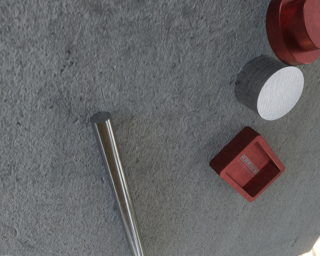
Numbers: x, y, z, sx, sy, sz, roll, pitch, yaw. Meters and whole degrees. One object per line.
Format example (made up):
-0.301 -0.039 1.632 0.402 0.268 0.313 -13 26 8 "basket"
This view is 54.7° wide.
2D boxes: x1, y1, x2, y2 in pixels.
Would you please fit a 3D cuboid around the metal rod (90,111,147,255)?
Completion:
-0.051 0.108 0.447 0.025 0.025 0.298 -21 127 -17 "metal rod"

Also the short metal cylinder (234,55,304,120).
0.155 -0.058 0.442 0.081 0.050 0.079 -14 125 -21 "short metal cylinder"

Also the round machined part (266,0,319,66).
0.183 -0.131 0.392 0.099 0.042 0.097 0 90 -32 "round machined part"

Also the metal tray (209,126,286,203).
0.153 0.066 0.530 0.090 0.030 0.130 -46 130 3 "metal tray"
